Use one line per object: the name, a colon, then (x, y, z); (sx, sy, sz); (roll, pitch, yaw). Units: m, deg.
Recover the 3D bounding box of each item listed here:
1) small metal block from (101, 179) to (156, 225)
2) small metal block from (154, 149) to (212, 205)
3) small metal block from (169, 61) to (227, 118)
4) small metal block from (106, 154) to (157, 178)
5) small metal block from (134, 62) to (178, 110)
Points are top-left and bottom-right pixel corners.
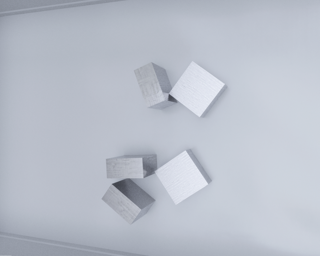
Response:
small metal block: (-0.040, 0.095, 0.410); (0.050, 0.050, 0.025); (37, 102, 16)
small metal block: (0.030, 0.062, 0.399); (0.050, 0.025, 0.050); (-36, 79, 16)
small metal block: (0.049, -0.048, 0.393); (0.050, 0.025, 0.050); (39, 102, 15)
small metal block: (-0.036, 0.050, 0.409); (0.050, 0.050, 0.025); (-4, 89, 19)
small metal block: (-0.004, -0.052, 0.398); (0.025, 0.050, 0.050); (-22, 83, 19)
